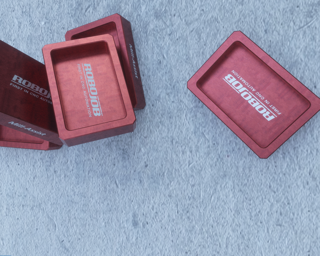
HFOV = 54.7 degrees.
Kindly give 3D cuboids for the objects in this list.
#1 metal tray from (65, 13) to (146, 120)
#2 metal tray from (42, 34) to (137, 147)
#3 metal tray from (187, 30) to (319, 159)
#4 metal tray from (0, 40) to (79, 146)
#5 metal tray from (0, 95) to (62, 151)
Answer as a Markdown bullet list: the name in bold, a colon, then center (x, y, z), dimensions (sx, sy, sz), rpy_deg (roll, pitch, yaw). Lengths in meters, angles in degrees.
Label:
- **metal tray**: center (-0.077, -0.082, 0.433), dimensions (0.090, 0.030, 0.129), rpy_deg (-12, 86, 19)
- **metal tray**: center (-0.089, -0.050, 0.389), dimensions (0.091, 0.030, 0.130), rpy_deg (-14, 72, -10)
- **metal tray**: center (0.108, -0.039, 0.367), dimensions (0.130, 0.030, 0.090), rpy_deg (46, 104, 14)
- **metal tray**: center (-0.162, -0.040, 0.395), dimensions (0.030, 0.130, 0.090), rpy_deg (-19, 60, 30)
- **metal tray**: center (-0.214, -0.015, 0.481), dimensions (0.130, 0.030, 0.089), rpy_deg (3, 91, 19)
